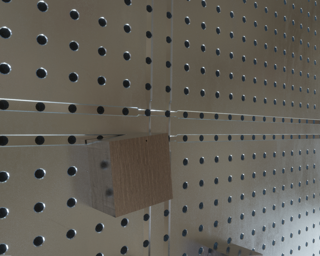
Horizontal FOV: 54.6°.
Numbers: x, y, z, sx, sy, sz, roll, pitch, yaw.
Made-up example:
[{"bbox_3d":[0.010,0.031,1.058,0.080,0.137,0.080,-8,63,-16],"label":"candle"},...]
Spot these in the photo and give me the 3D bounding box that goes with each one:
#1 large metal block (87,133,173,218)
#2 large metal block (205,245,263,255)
[{"bbox_3d":[-0.034,0.049,0.363,0.081,0.050,0.080,-7,95,-40],"label":"large metal block"},{"bbox_3d":[0.113,0.234,0.487,0.080,0.050,0.080,15,80,-39],"label":"large metal block"}]
